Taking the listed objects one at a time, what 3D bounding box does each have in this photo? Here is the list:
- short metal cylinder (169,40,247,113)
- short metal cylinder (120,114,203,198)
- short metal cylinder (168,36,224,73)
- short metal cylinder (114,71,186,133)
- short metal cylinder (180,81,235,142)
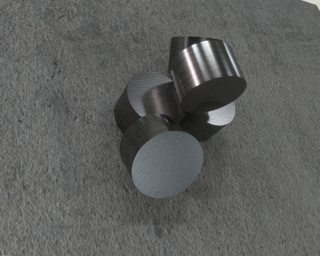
[{"bbox_3d":[0.057,-0.059,0.374,0.081,0.080,0.050,-2,63,-29],"label":"short metal cylinder"},{"bbox_3d":[0.001,0.030,0.345,0.081,0.079,0.050,7,20,-25],"label":"short metal cylinder"},{"bbox_3d":[0.054,-0.102,0.454,0.081,0.080,0.050,1,100,-28],"label":"short metal cylinder"},{"bbox_3d":[-0.013,-0.026,0.399,0.081,0.050,0.080,14,56,-21],"label":"short metal cylinder"},{"bbox_3d":[0.058,-0.027,0.438,0.081,0.050,0.080,14,56,-21],"label":"short metal cylinder"}]
